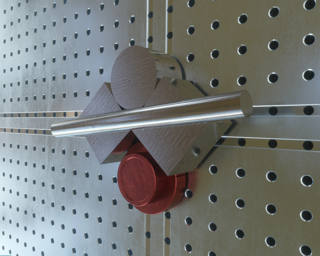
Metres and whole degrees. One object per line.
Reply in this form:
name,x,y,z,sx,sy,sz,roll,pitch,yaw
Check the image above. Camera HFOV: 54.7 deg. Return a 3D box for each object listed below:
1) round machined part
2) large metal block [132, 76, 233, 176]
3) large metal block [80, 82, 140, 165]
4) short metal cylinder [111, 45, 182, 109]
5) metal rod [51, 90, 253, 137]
round machined part,-0.018,0.065,0.408,0.098,0.042,0.097,0,90,40
large metal block,0.023,-0.003,0.366,0.080,0.050,0.080,50,120,28
large metal block,-0.063,-0.006,0.439,0.080,0.050,0.080,-47,64,29
short metal cylinder,-0.018,-0.062,0.403,0.080,0.050,0.079,0,90,40
metal rod,-0.038,-0.010,0.368,0.300,0.025,0.025,-6,86,40
